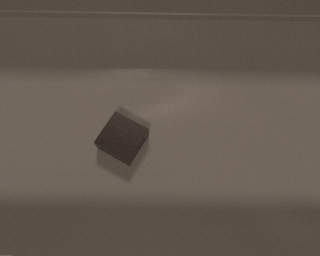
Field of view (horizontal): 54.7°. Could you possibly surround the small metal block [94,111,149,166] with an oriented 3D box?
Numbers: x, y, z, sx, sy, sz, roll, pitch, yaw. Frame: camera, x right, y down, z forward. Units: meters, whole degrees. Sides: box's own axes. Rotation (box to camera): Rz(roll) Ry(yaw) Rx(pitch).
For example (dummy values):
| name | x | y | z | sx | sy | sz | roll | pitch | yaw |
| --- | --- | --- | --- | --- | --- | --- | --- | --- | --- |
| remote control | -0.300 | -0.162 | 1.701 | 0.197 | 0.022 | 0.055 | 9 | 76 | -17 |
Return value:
| name | x | y | z | sx | sy | sz | roll | pitch | yaw |
| --- | --- | --- | --- | --- | --- | --- | --- | --- | --- |
| small metal block | -0.049 | 0.014 | 0.404 | 0.050 | 0.025 | 0.050 | 29 | 72 | 9 |
